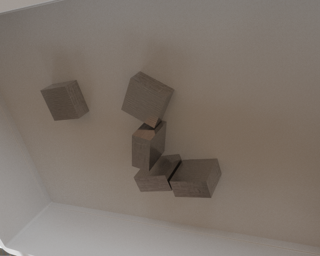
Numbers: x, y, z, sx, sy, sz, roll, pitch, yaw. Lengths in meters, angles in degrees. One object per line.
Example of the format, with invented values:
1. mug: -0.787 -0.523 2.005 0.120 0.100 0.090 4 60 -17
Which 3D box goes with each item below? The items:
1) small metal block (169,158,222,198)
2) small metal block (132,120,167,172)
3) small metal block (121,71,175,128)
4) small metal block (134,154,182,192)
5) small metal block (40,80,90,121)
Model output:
1. small metal block: 0.048 0.065 0.407 0.050 0.050 0.025 -5 116 30
2. small metal block: -0.014 0.021 0.411 0.025 0.050 0.050 16 125 19
3. small metal block: -0.016 -0.036 0.394 0.050 0.025 0.050 29 128 9
4. small metal block: 0.000 0.062 0.430 0.050 0.050 0.025 -9 114 32
5. small metal block: -0.139 -0.040 0.455 0.050 0.025 0.050 -4 117 29
